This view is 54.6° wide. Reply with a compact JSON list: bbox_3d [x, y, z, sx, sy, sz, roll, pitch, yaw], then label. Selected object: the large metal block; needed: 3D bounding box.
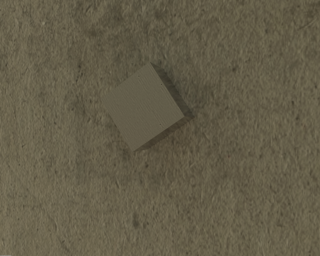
[{"bbox_3d":[-0.015,-0.025,0.401,0.080,0.050,0.080,-35,79,16],"label":"large metal block"}]
